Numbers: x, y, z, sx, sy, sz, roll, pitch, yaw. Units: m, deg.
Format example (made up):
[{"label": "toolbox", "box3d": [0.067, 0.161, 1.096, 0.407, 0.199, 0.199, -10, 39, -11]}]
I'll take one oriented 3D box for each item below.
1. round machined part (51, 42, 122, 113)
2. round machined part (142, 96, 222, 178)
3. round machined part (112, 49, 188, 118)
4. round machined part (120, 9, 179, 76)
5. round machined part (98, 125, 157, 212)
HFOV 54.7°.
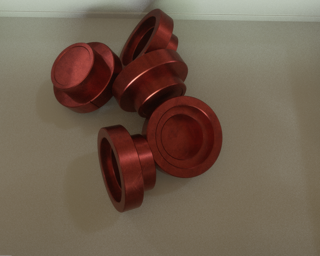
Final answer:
[{"label": "round machined part", "box3d": [-0.102, -0.072, 0.406, 0.098, 0.042, 0.098, -10, 65, 23]}, {"label": "round machined part", "box3d": [0.024, 0.011, 0.384, 0.099, 0.042, 0.097, 2, 85, -20]}, {"label": "round machined part", "box3d": [-0.006, -0.049, 0.388, 0.099, 0.098, 0.042, -28, 70, -10]}, {"label": "round machined part", "box3d": [-0.013, -0.107, 0.420, 0.042, 0.098, 0.098, 29, 68, -28]}, {"label": "round machined part", "box3d": [-0.037, 0.043, 0.358, 0.042, 0.098, 0.098, -12, 70, -24]}]
